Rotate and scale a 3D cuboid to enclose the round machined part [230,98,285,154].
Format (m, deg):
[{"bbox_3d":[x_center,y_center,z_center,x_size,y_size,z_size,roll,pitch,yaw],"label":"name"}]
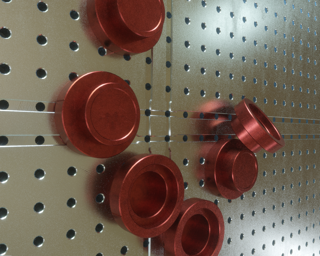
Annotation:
[{"bbox_3d":[0.153,0.002,0.503,0.098,0.042,0.098,36,28,-22],"label":"round machined part"}]

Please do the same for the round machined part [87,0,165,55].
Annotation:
[{"bbox_3d":[-0.033,-0.139,0.369,0.099,0.042,0.097,0,90,-40],"label":"round machined part"}]

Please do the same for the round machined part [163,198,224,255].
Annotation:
[{"bbox_3d":[0.043,0.146,0.433,0.099,0.042,0.097,0,90,-40],"label":"round machined part"}]

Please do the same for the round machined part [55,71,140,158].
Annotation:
[{"bbox_3d":[-0.061,-0.015,0.346,0.099,0.042,0.097,0,90,-40],"label":"round machined part"}]

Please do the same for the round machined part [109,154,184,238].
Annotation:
[{"bbox_3d":[-0.020,0.080,0.381,0.099,0.042,0.097,0,90,-40],"label":"round machined part"}]

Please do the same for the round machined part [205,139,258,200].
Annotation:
[{"bbox_3d":[0.121,0.066,0.498,0.099,0.042,0.097,0,90,-40],"label":"round machined part"}]
